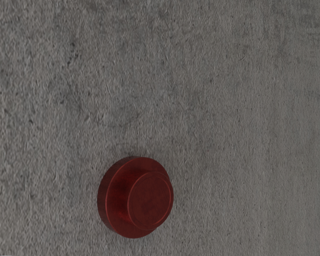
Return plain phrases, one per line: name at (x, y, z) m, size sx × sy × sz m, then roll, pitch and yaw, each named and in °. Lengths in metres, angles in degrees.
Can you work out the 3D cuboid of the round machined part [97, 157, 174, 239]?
round machined part at (-0.022, 0.084, 0.375) m, size 0.099 × 0.042 × 0.097 m, roll 0°, pitch 90°, yaw -40°
